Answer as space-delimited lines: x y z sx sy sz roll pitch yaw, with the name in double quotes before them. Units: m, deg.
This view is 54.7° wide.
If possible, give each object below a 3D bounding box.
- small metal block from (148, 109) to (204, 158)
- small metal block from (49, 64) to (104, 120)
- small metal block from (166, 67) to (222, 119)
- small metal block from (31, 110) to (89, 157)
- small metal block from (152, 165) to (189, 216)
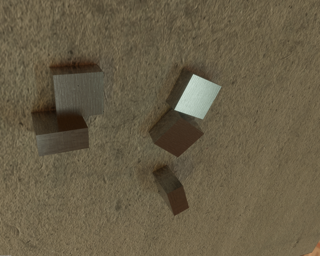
"small metal block" 0.022 0.006 0.417 0.050 0.025 0.050 -44 130 15
"small metal block" -0.089 -0.039 0.334 0.050 0.025 0.050 -9 122 -24
"small metal block" 0.044 -0.044 0.403 0.050 0.025 0.050 16 110 -35
"small metal block" -0.108 0.002 0.333 0.050 0.050 0.025 -9 123 -24
"small metal block" 0.016 0.091 0.456 0.025 0.050 0.050 -26 128 -12
